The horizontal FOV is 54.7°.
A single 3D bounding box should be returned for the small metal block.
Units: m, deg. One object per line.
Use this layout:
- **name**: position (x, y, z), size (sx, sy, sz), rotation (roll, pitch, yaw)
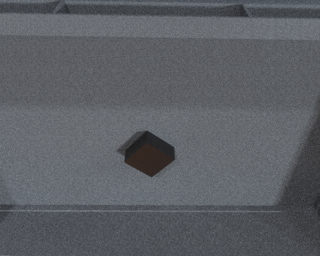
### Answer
- **small metal block**: position (-0.015, 0.038, 0.441), size (0.050, 0.025, 0.050), rotation (33, 122, -26)
